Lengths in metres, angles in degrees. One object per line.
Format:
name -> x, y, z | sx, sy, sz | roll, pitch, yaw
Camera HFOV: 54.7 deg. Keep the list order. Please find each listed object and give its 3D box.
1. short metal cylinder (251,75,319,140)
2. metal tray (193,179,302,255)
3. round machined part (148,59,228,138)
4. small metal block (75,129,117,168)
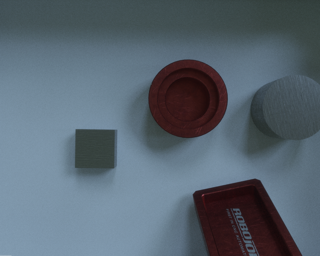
short metal cylinder -> 0.165, -0.025, 0.401 | 0.081, 0.050, 0.079 | 0, 90, -1
metal tray -> 0.096, 0.122, 0.363 | 0.091, 0.130, 0.030 | -12, 124, 0
round machined part -> 0.035, -0.036, 0.403 | 0.099, 0.042, 0.097 | 0, 90, -1
small metal block -> -0.084, 0.027, 0.410 | 0.050, 0.025, 0.050 | 1, 90, -1
